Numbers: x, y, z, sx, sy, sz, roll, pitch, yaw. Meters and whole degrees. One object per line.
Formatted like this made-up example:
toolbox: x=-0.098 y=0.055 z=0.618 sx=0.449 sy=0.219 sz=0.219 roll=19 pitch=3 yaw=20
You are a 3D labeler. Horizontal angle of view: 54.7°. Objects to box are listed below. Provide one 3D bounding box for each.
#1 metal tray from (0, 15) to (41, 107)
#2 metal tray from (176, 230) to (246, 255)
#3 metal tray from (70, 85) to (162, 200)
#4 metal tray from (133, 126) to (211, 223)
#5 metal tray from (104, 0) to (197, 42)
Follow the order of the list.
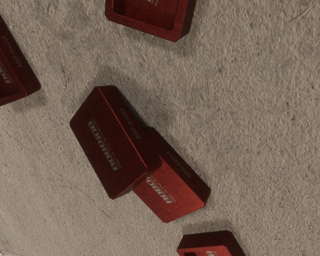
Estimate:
metal tray: x=-0.250 y=-0.102 z=0.469 sx=0.090 sy=0.030 sz=0.129 roll=-12 pitch=113 yaw=32
metal tray: x=0.096 y=0.224 z=0.490 sx=0.090 sy=0.030 sz=0.130 roll=-21 pitch=108 yaw=35
metal tray: x=-0.064 y=0.019 z=0.415 sx=0.090 sy=0.030 sz=0.130 roll=-44 pitch=72 yaw=37
metal tray: x=-0.002 y=0.071 z=0.447 sx=0.130 sy=0.030 sz=0.090 roll=47 pitch=129 yaw=-6
metal tray: x=-0.004 y=-0.162 z=0.304 sx=0.090 sy=0.030 sz=0.129 roll=22 pitch=127 yaw=14
